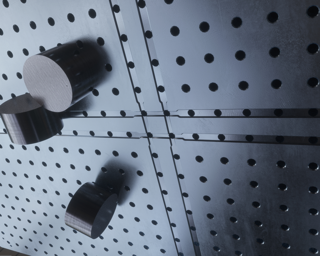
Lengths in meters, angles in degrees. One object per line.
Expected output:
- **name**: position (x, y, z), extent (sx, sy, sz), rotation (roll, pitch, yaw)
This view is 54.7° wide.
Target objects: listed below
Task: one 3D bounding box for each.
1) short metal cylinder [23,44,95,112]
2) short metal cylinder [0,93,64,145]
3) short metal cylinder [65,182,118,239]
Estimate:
- **short metal cylinder**: position (-0.138, -0.069, 0.425), extent (0.080, 0.050, 0.079), rotation (13, 124, 21)
- **short metal cylinder**: position (-0.193, -0.017, 0.467), extent (0.080, 0.080, 0.050), rotation (6, 121, 25)
- **short metal cylinder**: position (-0.114, 0.138, 0.521), extent (0.050, 0.080, 0.079), rotation (21, 126, 15)
